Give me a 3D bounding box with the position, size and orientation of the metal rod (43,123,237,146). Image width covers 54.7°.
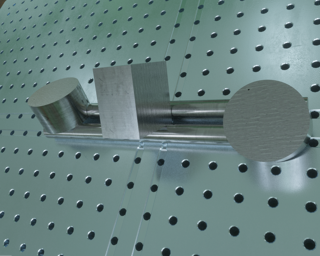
[{"bbox_3d":[-0.045,0.006,0.428,0.300,0.025,0.025,1,62,28],"label":"metal rod"}]

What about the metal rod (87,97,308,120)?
[{"bbox_3d":[0.028,-0.024,0.407,0.300,0.025,0.025,1,62,28],"label":"metal rod"}]

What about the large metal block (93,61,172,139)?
[{"bbox_3d":[-0.029,-0.036,0.372,0.050,0.080,0.079,1,104,29],"label":"large metal block"}]

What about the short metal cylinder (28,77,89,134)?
[{"bbox_3d":[-0.152,-0.036,0.475,0.080,0.050,0.080,-14,34,10],"label":"short metal cylinder"}]

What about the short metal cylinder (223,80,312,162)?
[{"bbox_3d":[0.112,-0.005,0.319,0.080,0.050,0.080,-4,82,28],"label":"short metal cylinder"}]
